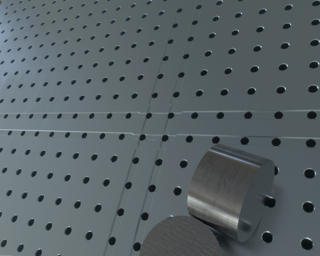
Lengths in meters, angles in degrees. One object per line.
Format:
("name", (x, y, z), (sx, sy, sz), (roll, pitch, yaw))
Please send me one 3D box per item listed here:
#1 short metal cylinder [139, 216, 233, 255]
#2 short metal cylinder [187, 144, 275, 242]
("short metal cylinder", (0.027, 0.131, 0.297), (0.080, 0.050, 0.080), (-13, 56, 20))
("short metal cylinder", (0.070, 0.061, 0.299), (0.050, 0.080, 0.080), (18, 71, 35))
